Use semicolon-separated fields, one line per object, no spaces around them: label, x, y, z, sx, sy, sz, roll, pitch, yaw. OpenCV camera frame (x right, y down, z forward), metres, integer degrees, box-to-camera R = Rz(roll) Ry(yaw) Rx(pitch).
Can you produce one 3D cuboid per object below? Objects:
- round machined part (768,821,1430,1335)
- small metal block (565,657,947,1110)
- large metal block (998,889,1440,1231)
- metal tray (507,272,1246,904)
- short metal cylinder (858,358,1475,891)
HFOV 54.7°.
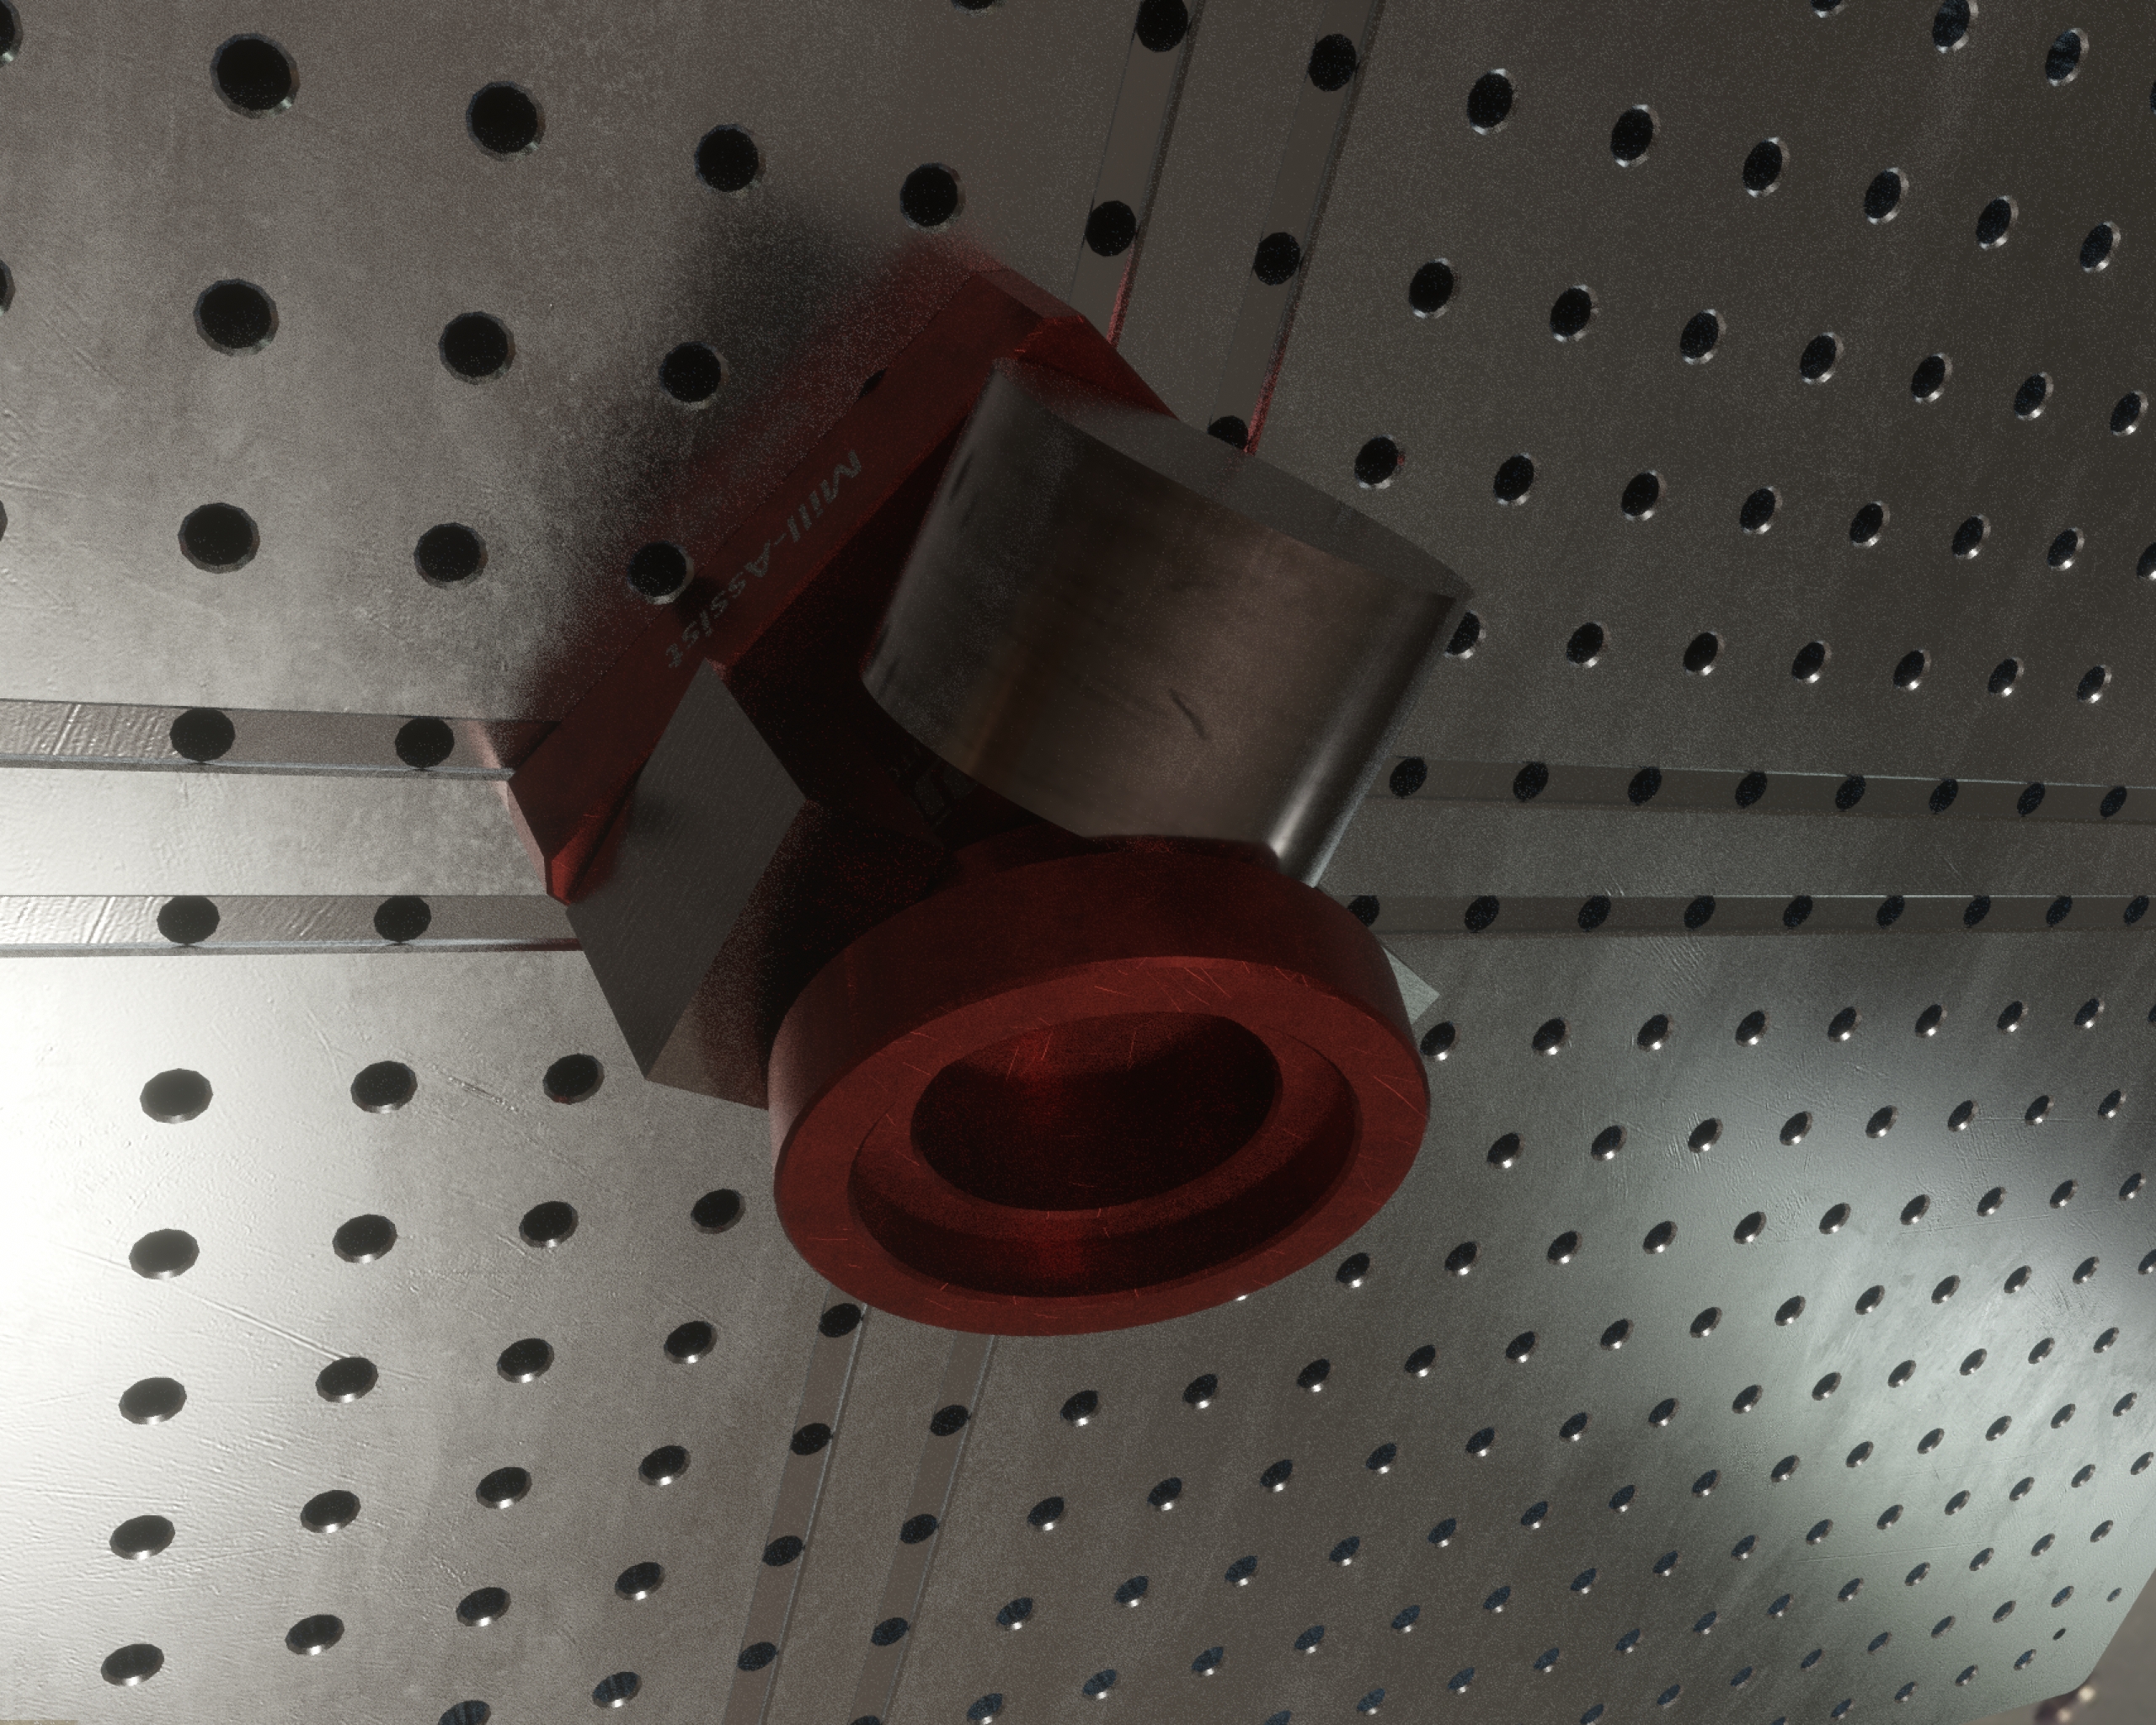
round machined part;0.001;0.030;0.324;0.099;0.042;0.097;-6;138;-5
small metal block;-0.052;0.003;0.329;0.025;0.050;0.050;21;107;-36
large metal block;0.019;0.033;0.404;0.080;0.050;0.080;-47;160;4
metal tray;-0.026;-0.029;0.378;0.130;0.030;0.090;-47;130;4
short metal cylinder;0.013;-0.037;0.322;0.081;0.080;0.050;14;111;-34
